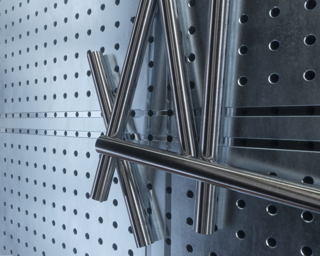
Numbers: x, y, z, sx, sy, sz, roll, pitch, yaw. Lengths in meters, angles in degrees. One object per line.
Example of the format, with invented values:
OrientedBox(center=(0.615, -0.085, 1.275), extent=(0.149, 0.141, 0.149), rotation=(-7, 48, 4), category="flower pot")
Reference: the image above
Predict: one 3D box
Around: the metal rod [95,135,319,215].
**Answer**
OrientedBox(center=(0.051, 0.047, 0.336), extent=(0.300, 0.025, 0.025), rotation=(11, 97, 29), category="metal rod")

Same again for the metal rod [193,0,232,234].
OrientedBox(center=(0.061, -0.028, 0.359), extent=(0.025, 0.025, 0.298), rotation=(6, 94, 40), category="metal rod")

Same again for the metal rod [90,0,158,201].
OrientedBox(center=(-0.049, -0.045, 0.429), extent=(0.025, 0.025, 0.298), rotation=(18, 95, 38), category="metal rod")

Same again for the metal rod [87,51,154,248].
OrientedBox(center=(-0.062, 0.022, 0.461), extent=(0.025, 0.025, 0.299), rotation=(-27, 73, 37), category="metal rod")

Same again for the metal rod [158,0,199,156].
OrientedBox(center=(0.018, -0.106, 0.394), extent=(0.025, 0.025, 0.299), rotation=(-13, 82, 39), category="metal rod")
